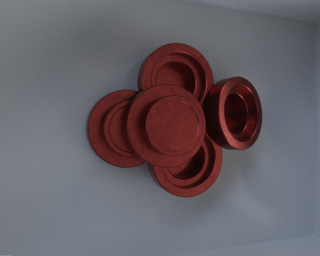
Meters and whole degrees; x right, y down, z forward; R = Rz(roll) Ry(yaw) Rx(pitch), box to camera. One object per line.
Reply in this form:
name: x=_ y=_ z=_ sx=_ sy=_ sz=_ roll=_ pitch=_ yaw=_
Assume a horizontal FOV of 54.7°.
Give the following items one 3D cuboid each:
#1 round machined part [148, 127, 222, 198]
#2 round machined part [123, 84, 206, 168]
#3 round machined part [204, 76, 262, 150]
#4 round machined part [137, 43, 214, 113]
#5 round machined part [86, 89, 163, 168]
round machined part: x=0.030 y=0.039 z=0.412 sx=0.099 sy=0.042 sz=0.097 roll=0 pitch=90 yaw=-21
round machined part: x=0.010 y=-0.003 z=0.358 sx=0.099 sy=0.042 sz=0.097 roll=0 pitch=90 yaw=-21
round machined part: x=0.095 y=-0.019 z=0.425 sx=0.099 sy=0.042 sz=0.097 roll=3 pitch=86 yaw=-41
round machined part: x=0.017 y=-0.058 z=0.407 sx=0.099 sy=0.042 sz=0.097 roll=0 pitch=90 yaw=-21
round machined part: x=-0.039 y=0.001 z=0.384 sx=0.099 sy=0.042 sz=0.097 roll=0 pitch=90 yaw=-21
